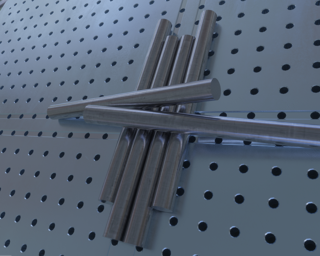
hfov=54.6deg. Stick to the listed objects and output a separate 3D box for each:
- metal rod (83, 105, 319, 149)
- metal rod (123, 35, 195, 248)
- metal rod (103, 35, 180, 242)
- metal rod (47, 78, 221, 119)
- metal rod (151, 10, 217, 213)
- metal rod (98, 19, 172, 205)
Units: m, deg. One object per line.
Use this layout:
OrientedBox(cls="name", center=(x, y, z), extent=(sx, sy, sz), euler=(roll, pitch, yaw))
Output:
OrientedBox(cls="metal rod", center=(0.044, -0.004, 0.362), extent=(0.301, 0.025, 0.025), euler=(6, 65, 21))
OrientedBox(cls="metal rod", center=(0.007, -0.001, 0.407), extent=(0.025, 0.025, 0.300), euler=(1, 62, 29))
OrientedBox(cls="metal rod", center=(-0.017, -0.003, 0.419), extent=(0.025, 0.025, 0.300), euler=(2, 62, 29))
OrientedBox(cls="metal rod", center=(-0.058, -0.035, 0.432), extent=(0.300, 0.025, 0.025), euler=(-4, 60, 36))
OrientedBox(cls="metal rod", center=(0.039, -0.040, 0.412), extent=(0.025, 0.025, 0.300), euler=(1, 62, 29))
OrientedBox(cls="metal rod", center=(-0.029, -0.039, 0.447), extent=(0.025, 0.025, 0.300), euler=(1, 62, 29))
